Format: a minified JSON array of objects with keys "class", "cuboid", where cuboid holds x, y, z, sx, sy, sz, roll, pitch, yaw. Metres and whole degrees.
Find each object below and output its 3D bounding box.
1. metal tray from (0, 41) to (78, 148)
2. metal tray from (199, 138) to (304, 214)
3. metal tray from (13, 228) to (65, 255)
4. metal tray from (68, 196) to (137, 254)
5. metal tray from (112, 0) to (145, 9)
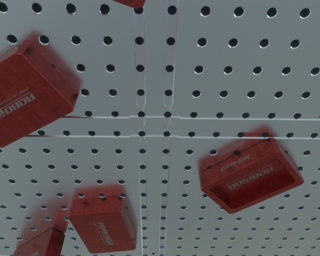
[{"class":"metal tray","cuboid":[-0.179,-0.035,0.376,0.130,0.030,0.090,-24,127,18]},{"class":"metal tray","cuboid":[0.138,0.078,0.476,0.130,0.030,0.090,-32,124,24]},{"class":"metal tray","cuboid":[-0.240,0.256,0.583,0.130,0.090,0.030,-34,123,25]},{"class":"metal tray","cuboid":[-0.099,0.178,0.559,0.090,0.030,0.129,-7,130,5]},{"class":"metal tray","cuboid":[-0.063,-0.169,0.263,0.131,0.030,0.089,16,128,-14]}]
